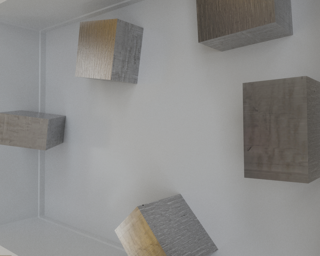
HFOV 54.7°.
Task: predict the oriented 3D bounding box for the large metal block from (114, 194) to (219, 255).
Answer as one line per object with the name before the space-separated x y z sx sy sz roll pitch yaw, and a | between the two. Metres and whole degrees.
large metal block | 0.008 0.131 0.363 0.050 0.081 0.080 -51 61 28

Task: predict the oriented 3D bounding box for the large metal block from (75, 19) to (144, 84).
large metal block | -0.075 -0.109 0.450 0.080 0.050 0.079 12 97 39

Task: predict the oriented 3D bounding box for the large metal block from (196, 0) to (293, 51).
large metal block | 0.085 -0.131 0.319 0.080 0.050 0.080 -4 87 39

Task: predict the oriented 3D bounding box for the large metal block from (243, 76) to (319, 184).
large metal block | 0.115 0.001 0.275 0.050 0.081 0.079 -1 89 40

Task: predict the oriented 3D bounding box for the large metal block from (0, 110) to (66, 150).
large metal block | -0.215 0.001 0.524 0.080 0.080 0.050 7 96 1
